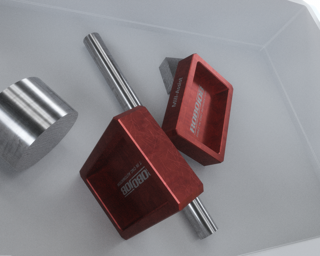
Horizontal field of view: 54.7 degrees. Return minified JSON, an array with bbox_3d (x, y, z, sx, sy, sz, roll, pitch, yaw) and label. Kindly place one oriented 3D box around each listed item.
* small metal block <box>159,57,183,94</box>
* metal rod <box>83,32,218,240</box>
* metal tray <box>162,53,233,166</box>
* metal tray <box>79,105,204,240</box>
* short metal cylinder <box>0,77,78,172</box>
[{"bbox_3d":[0.032,-0.079,0.473,0.050,0.025,0.050,-2,63,-30],"label":"small metal block"},{"bbox_3d":[-0.019,0.000,0.396,0.025,0.025,0.299,-22,74,-36],"label":"metal rod"},{"bbox_3d":[0.055,-0.025,0.421,0.090,0.030,0.130,33,56,-31],"label":"metal tray"},{"bbox_3d":[-0.026,0.049,0.295,0.030,0.129,0.090,-29,78,-38],"label":"metal tray"},{"bbox_3d":[-0.128,-0.003,0.304,0.050,0.080,0.080,42,51,0],"label":"short metal cylinder"}]
